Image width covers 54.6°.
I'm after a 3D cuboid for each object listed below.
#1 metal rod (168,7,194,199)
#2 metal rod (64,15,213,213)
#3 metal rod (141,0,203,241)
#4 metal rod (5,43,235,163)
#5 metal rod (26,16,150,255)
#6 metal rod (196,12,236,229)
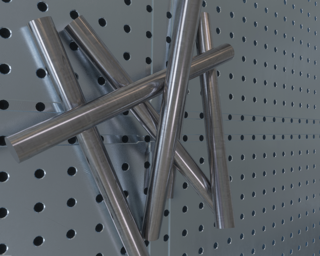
[{"bbox_3d":[0.026,-0.055,0.429,0.025,0.025,0.299,13,82,-39],"label":"metal rod"},{"bbox_3d":[-0.005,-0.002,0.379,0.300,0.025,0.025,52,60,-19],"label":"metal rod"},{"bbox_3d":[0.010,-0.002,0.353,0.025,0.025,0.298,-7,114,-40],"label":"metal rod"},{"bbox_3d":[-0.016,-0.043,0.345,0.302,0.025,0.025,-30,109,-34],"label":"metal rod"},{"bbox_3d":[-0.072,0.029,0.347,0.025,0.025,0.299,-31,109,-36],"label":"metal rod"},{"bbox_3d":[0.072,-0.020,0.423,0.025,0.025,0.299,9,71,-40],"label":"metal rod"}]
